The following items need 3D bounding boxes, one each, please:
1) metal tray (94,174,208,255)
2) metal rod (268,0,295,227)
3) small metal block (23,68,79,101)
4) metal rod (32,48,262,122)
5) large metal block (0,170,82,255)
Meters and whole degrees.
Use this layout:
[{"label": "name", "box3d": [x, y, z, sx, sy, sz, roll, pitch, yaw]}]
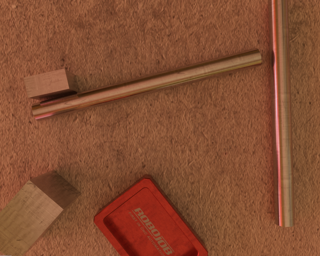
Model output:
[{"label": "metal tray", "box3d": [-0.011, 0.138, 0.407, 0.090, 0.030, 0.130, -38, 91, -1]}, {"label": "metal rod", "box3d": [0.161, -0.021, 0.412, 0.025, 0.025, 0.298, -2, 90, -1]}, {"label": "small metal block", "box3d": [-0.136, -0.054, 0.396, 0.050, 0.050, 0.025, -13, 90, 0]}, {"label": "metal rod", "box3d": [-0.016, -0.057, 0.409, 0.302, 0.025, 0.025, -14, 90, -1]}, {"label": "large metal block", "box3d": [-0.152, 0.103, 0.381, 0.050, 0.080, 0.080, 41, 90, -1]}]
